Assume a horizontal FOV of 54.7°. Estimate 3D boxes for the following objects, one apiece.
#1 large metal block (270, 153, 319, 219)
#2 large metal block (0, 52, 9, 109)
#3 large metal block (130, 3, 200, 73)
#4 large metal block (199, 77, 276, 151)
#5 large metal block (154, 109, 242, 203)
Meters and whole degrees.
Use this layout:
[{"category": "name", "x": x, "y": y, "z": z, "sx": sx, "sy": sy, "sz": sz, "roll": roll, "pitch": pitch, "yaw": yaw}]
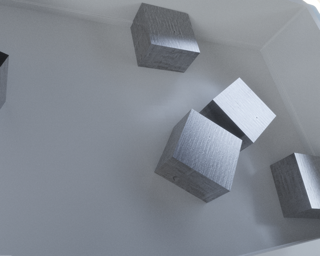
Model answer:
[{"category": "large metal block", "x": 0.221, "y": 0.087, "z": 0.458, "sx": 0.081, "sy": 0.050, "sz": 0.080, "roll": 9, "pitch": 58, "yaw": -24}, {"category": "large metal block", "x": -0.197, "y": -0.045, "z": 0.292, "sx": 0.080, "sy": 0.080, "sz": 0.050, "roll": 24, "pitch": 53, "yaw": -14}, {"category": "large metal block", "x": 0.006, "y": -0.137, "z": 0.478, "sx": 0.081, "sy": 0.050, "sz": 0.080, "roll": 2, "pitch": 61, "yaw": -27}, {"category": "large metal block", "x": 0.113, "y": -0.017, "z": 0.463, "sx": 0.080, "sy": 0.050, "sz": 0.080, "roll": 48, "pitch": 51, "yaw": 5}, {"category": "large metal block", "x": 0.051, "y": 0.036, "z": 0.397, "sx": 0.080, "sy": 0.050, "sz": 0.080, "roll": 32, "pitch": 51, "yaw": -8}]
